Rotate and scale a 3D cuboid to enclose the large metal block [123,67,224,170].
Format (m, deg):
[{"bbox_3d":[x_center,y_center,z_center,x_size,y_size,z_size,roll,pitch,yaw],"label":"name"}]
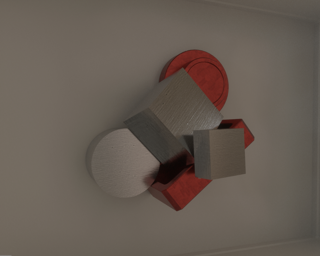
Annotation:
[{"bbox_3d":[0.019,-0.010,0.365,0.080,0.050,0.080,48,50,-14],"label":"large metal block"}]

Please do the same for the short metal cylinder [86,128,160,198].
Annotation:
[{"bbox_3d":[-0.047,0.040,0.379,0.081,0.050,0.079,0,90,-21],"label":"short metal cylinder"}]

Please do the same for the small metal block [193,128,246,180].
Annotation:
[{"bbox_3d":[0.064,0.026,0.332,0.050,0.025,0.050,-3,91,-33],"label":"small metal block"}]

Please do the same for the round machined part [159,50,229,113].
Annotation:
[{"bbox_3d":[0.052,-0.058,0.420,0.099,0.042,0.097,0,90,-21],"label":"round machined part"}]

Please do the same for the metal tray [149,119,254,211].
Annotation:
[{"bbox_3d":[0.044,0.040,0.391,0.131,0.090,0.030,-40,102,-16],"label":"metal tray"}]
